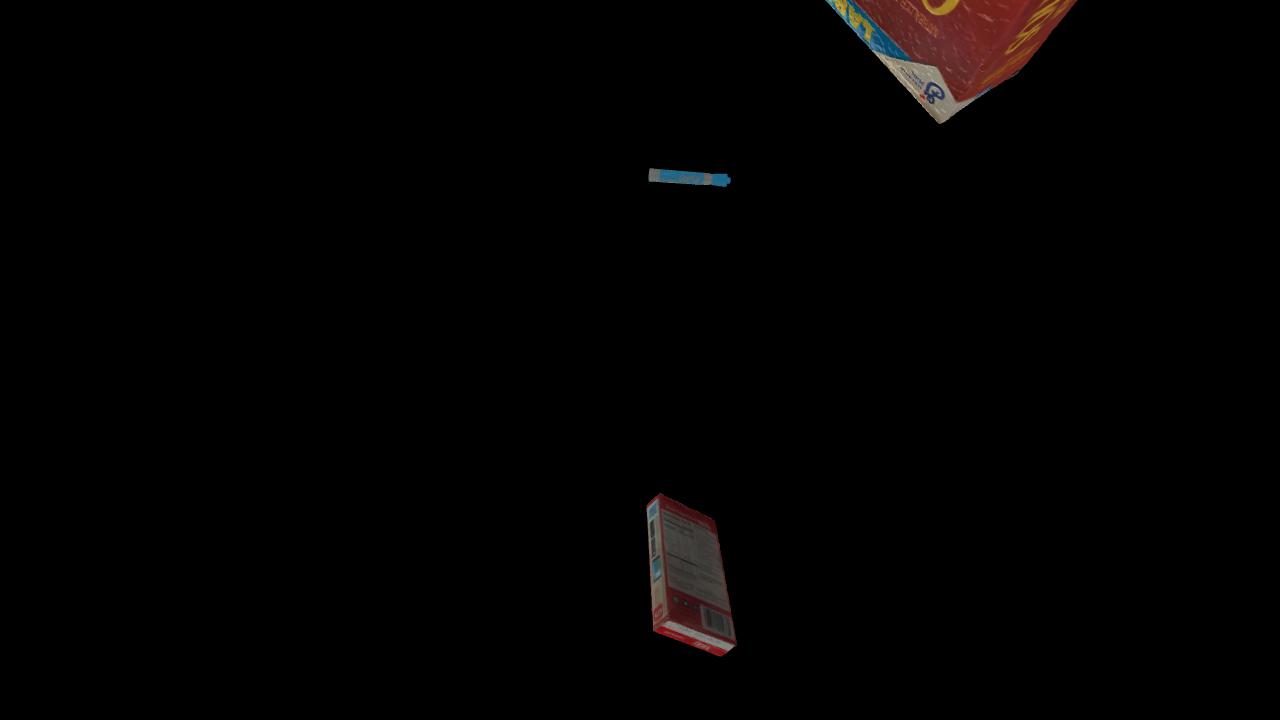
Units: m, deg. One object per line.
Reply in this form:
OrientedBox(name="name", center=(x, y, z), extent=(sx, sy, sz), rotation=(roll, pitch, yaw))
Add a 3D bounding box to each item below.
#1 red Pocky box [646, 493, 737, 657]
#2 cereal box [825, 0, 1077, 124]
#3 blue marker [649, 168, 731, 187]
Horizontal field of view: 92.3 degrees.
OrientedBox(name="red Pocky box", center=(0.049, 0.214, 0.625), extent=(0.083, 0.028, 0.155), rotation=(29, 28, -19))
OrientedBox(name="cereal box", center=(0.150, -0.273, 0.265), extent=(0.081, 0.203, 0.306), rotation=(-34, -11, -4))
OrientedBox(name="blue marker", center=(0.073, -0.268, 0.903), extent=(0.121, 0.020, 0.020), rotation=(2, 0, -5))
